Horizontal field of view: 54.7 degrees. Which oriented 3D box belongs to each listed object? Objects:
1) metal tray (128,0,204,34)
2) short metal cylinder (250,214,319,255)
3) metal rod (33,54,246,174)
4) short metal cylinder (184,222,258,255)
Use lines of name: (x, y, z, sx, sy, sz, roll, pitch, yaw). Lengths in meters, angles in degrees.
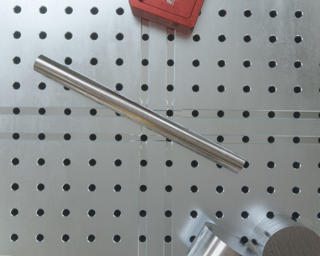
metal tray: (0.023, -0.203, 0.410, 0.090, 0.030, 0.129, 20, 90, 0)
short metal cylinder: (0.165, 0.159, 0.402, 0.081, 0.050, 0.080, 0, 90, 0)
metal rod: (-0.026, -0.018, 0.412, 0.301, 0.025, 0.025, 27, 90, 0)
short metal cylinder: (0.077, 0.162, 0.386, 0.080, 0.080, 0.050, 32, 90, 0)
